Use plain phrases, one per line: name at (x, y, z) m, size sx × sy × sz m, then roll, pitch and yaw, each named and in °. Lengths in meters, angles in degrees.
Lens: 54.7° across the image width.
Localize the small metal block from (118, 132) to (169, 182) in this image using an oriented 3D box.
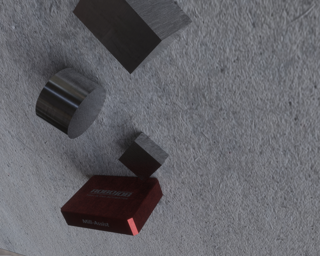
small metal block at (-0.024, 0.042, 0.446) m, size 0.050 × 0.025 × 0.050 m, roll 41°, pitch 129°, yaw -1°

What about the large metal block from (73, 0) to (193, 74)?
large metal block at (-0.024, -0.113, 0.314) m, size 0.080 × 0.080 × 0.050 m, roll 47°, pitch 129°, yaw -5°

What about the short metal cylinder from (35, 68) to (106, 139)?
short metal cylinder at (-0.117, -0.032, 0.413) m, size 0.050 × 0.080 × 0.079 m, roll 32°, pitch 129°, yaw 7°

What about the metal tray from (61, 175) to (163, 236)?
metal tray at (-0.072, 0.112, 0.472) m, size 0.130 × 0.090 × 0.030 m, roll -2°, pitch 117°, yaw 29°
